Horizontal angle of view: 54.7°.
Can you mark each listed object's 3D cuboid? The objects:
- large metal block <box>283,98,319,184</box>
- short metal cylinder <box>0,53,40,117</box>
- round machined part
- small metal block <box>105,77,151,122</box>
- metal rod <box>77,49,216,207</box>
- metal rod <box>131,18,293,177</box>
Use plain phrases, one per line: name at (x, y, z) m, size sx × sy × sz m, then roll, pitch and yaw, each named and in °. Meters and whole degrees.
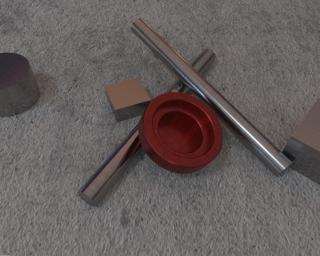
large metal block at (0.204, 0.021, 0.372) m, size 0.080 × 0.050 × 0.080 m, roll 33°, pitch 57°, yaw 24°
short metal cylinder at (-0.217, -0.061, 0.436) m, size 0.081 × 0.050 × 0.080 m, roll 0°, pitch 50°, yaw 0°
round machined part at (0.022, 0.009, 0.372) m, size 0.099 × 0.042 × 0.098 m, roll 9°, pitch 59°, yaw -16°
small metal block at (-0.045, -0.041, 0.437) m, size 0.050 × 0.025 × 0.050 m, roll -17°, pitch 52°, yaw -15°
metal rod at (-0.001, -0.020, 0.420) m, size 0.025 × 0.025 × 0.301 m, roll 26°, pitch 54°, yaw 19°
metal rod at (0.056, -0.055, 0.422) m, size 0.025 × 0.025 × 0.300 m, roll -31°, pitch 65°, yaw -23°
